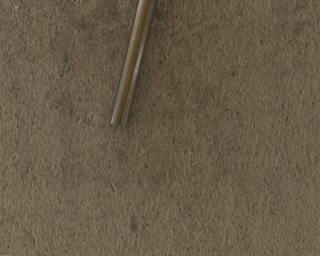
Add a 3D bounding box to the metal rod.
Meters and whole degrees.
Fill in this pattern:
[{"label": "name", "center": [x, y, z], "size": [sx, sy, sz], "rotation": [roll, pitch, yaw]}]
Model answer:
[{"label": "metal rod", "center": [-0.021, -0.150, 0.409], "size": [0.025, 0.025, 0.299], "rotation": [13, 90, 0]}]
